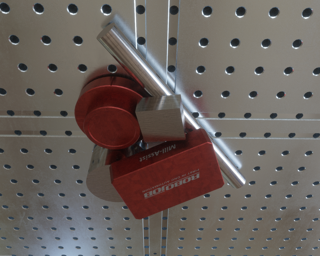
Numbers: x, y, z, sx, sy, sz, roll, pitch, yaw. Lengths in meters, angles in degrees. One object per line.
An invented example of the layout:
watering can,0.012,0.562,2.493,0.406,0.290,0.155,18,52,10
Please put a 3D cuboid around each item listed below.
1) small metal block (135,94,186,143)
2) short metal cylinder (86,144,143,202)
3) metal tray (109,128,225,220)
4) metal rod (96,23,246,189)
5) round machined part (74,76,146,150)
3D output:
small metal block,0.003,-0.010,0.367,0.050,0.025,0.050,-4,133,10
short metal cylinder,-0.060,0.061,0.441,0.081,0.050,0.079,0,130,0
metal tray,0.012,0.063,0.407,0.131,0.030,0.090,-22,128,1
metal rod,0.032,-0.009,0.400,0.025,0.025,0.300,-29,125,22
round machined part,-0.057,-0.011,0.384,0.099,0.042,0.097,0,130,1
